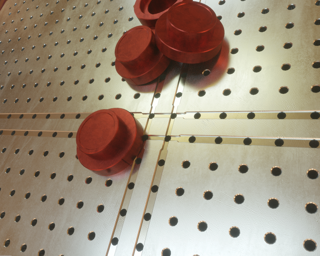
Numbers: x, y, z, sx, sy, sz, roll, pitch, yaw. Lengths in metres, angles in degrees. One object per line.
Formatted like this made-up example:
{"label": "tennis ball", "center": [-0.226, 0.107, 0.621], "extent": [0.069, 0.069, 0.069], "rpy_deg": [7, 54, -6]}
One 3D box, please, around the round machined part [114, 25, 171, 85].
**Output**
{"label": "round machined part", "center": [-0.031, -0.119, 0.483], "extent": [0.098, 0.042, 0.098], "rpy_deg": [-15, 57, 25]}

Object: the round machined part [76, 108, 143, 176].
{"label": "round machined part", "center": [-0.076, 0.013, 0.431], "extent": [0.098, 0.042, 0.098], "rpy_deg": [-13, 56, 21]}

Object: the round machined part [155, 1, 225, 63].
{"label": "round machined part", "center": [0.043, -0.141, 0.437], "extent": [0.099, 0.042, 0.098], "rpy_deg": [2, 58, -2]}

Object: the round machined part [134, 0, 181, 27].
{"label": "round machined part", "center": [0.010, -0.202, 0.517], "extent": [0.098, 0.042, 0.098], "rpy_deg": [-13, 56, 21]}
